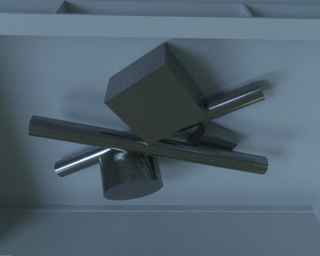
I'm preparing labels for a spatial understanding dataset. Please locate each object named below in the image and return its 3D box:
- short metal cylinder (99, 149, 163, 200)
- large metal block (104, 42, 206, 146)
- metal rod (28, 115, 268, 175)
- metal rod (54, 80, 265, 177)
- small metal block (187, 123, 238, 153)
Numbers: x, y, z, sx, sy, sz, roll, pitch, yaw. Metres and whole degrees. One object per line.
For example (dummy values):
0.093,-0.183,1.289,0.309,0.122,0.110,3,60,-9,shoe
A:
-0.040,0.062,0.425,0.081,0.050,0.080,-10,153,-5,short metal cylinder
-0.004,-0.037,0.359,0.080,0.050,0.080,-29,125,22,large metal block
-0.007,0.024,0.394,0.302,0.025,0.025,10,129,-9,metal rod
-0.013,0.008,0.413,0.300,0.025,0.025,-22,127,17,metal rod
0.069,0.023,0.425,0.050,0.025,0.050,21,127,-17,small metal block
